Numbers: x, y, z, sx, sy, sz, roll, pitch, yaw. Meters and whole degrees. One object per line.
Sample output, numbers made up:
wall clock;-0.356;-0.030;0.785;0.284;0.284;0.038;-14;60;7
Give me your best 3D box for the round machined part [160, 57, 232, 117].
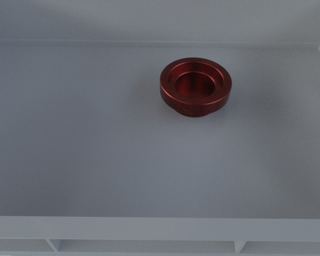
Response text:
round machined part;0.049;-0.054;0.440;0.099;0.042;0.098;0;50;0
